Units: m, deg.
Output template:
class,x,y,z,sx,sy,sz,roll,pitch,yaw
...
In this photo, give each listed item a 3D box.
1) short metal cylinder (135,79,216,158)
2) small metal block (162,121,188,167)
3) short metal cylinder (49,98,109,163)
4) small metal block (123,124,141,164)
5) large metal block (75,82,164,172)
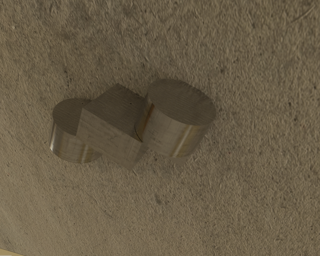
class,x,y,z,sx,sy,sz,roll,pitch,yaw
short metal cylinder,0.017,-0.013,0.356,0.080,0.080,0.050,31,128,8
small metal block,0.021,0.015,0.407,0.050,0.025,0.050,31,128,8
short metal cylinder,-0.111,0.003,0.433,0.080,0.080,0.050,31,128,8
small metal block,-0.047,0.021,0.447,0.050,0.025,0.050,31,128,8
large metal block,-0.046,-0.004,0.395,0.080,0.080,0.050,31,128,8
